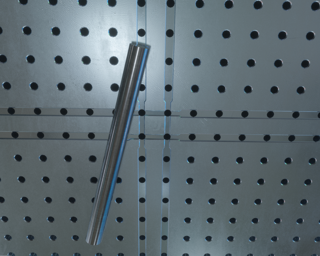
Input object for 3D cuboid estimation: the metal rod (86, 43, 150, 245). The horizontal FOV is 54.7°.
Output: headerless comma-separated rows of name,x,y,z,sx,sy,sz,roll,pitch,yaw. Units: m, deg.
metal rod,-0.063,0.036,0.425,0.025,0.025,0.298,14,109,-6
